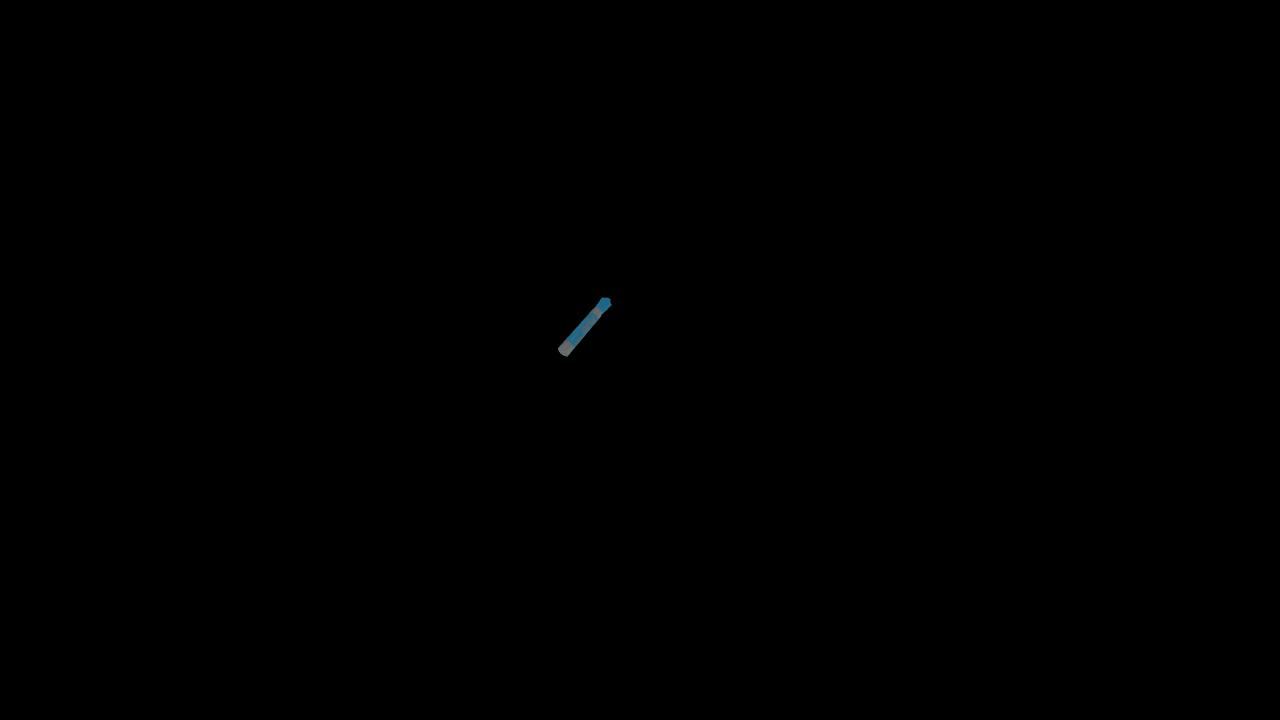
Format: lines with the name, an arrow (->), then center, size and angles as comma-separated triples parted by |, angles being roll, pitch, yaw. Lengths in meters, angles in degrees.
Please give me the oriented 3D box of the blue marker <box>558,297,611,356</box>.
blue marker -> -0.081, -0.053, 0.932 | 0.020, 0.020, 0.121 | 0, 44, 47
